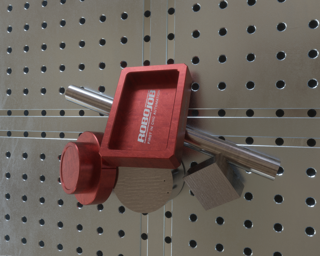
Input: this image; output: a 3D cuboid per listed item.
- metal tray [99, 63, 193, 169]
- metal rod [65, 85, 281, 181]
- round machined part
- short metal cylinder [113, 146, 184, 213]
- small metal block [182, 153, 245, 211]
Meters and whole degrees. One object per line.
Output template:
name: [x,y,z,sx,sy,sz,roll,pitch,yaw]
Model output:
metal tray: [-0.014,-0.017,0.379,0.090,0.030,0.130,0,61,19]
metal rod: [0.003,-0.001,0.407,0.301,0.025,0.025,21,97,18]
round machined part: [-0.100,0.052,0.410,0.098,0.042,0.097,-9,78,52]
short metal cylinder: [-0.014,0.064,0.400,0.080,0.050,0.079,0,90,20]
small metal block: [0.064,0.065,0.374,0.050,0.025,0.050,-33,95,33]
